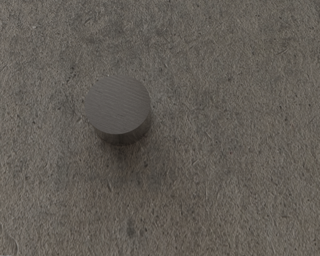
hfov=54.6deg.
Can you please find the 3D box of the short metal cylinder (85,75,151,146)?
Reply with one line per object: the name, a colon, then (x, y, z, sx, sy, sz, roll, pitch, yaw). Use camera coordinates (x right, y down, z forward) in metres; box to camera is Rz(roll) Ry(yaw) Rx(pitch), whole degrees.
short metal cylinder: (-0.052, -0.022, 0.403, 0.080, 0.050, 0.080, 0, 70, 0)
